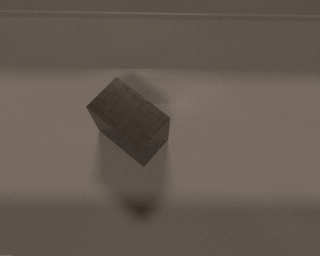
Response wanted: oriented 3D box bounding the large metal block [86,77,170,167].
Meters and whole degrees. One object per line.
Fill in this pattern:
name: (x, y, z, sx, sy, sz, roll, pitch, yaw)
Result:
large metal block: (-0.036, -0.004, 0.382, 0.080, 0.080, 0.050, 38, 74, 12)
